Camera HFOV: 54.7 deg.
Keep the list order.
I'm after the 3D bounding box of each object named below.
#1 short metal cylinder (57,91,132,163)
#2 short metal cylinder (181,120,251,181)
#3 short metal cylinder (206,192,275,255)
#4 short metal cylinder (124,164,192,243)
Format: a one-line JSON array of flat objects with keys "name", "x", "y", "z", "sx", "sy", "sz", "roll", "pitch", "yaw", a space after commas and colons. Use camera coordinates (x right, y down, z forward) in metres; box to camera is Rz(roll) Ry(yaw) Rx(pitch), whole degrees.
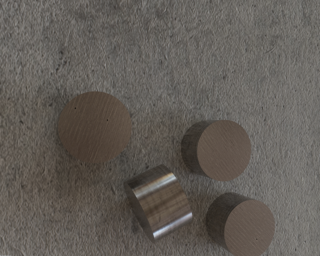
[{"name": "short metal cylinder", "x": -0.079, "y": -0.001, "z": 0.367, "sx": 0.081, "sy": 0.050, "sz": 0.080, "roll": 0, "pitch": 90, "yaw": -20}, {"name": "short metal cylinder", "x": 0.076, "y": 0.029, "z": 0.423, "sx": 0.081, "sy": 0.050, "sz": 0.080, "roll": 0, "pitch": 90, "yaw": -20}, {"name": "short metal cylinder", "x": 0.112, "y": 0.136, "z": 0.437, "sx": 0.081, "sy": 0.050, "sz": 0.080, "roll": 0, "pitch": 90, "yaw": -20}, {"name": "short metal cylinder", "x": -0.004, "y": 0.091, "z": 0.378, "sx": 0.050, "sy": 0.080, "sz": 0.080, "roll": -24, "pitch": 98, "yaw": -18}]
